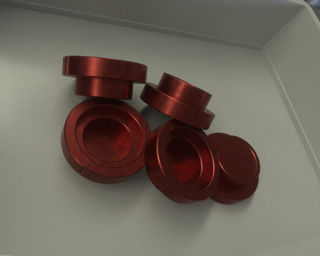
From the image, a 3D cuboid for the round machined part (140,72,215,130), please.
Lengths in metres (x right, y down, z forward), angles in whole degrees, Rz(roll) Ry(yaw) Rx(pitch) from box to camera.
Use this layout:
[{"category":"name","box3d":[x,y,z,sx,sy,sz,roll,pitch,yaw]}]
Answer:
[{"category":"round machined part","box3d":[0.027,-0.038,0.397,0.098,0.042,0.098,25,11,-5]}]

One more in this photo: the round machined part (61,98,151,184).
[{"category":"round machined part","box3d":[-0.061,0.017,0.349,0.099,0.042,0.098,14,56,-21]}]

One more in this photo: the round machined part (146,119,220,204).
[{"category":"round machined part","box3d":[0.022,0.041,0.366,0.099,0.042,0.098,21,55,-34]}]

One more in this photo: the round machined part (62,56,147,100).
[{"category":"round machined part","box3d":[-0.066,-0.057,0.370,0.099,0.098,0.042,2,96,-27]}]

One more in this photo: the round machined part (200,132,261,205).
[{"category":"round machined part","box3d":[0.094,0.049,0.415,0.099,0.042,0.098,14,56,-21]}]
